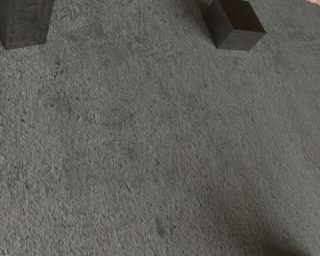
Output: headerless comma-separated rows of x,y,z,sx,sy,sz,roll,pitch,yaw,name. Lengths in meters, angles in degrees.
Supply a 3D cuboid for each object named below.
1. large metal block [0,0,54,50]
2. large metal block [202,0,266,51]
-0.173,-0.154,0.369,0.050,0.080,0.080,-23,75,-36,large metal block
0.138,-0.194,0.580,0.081,0.050,0.080,-5,64,-30,large metal block
